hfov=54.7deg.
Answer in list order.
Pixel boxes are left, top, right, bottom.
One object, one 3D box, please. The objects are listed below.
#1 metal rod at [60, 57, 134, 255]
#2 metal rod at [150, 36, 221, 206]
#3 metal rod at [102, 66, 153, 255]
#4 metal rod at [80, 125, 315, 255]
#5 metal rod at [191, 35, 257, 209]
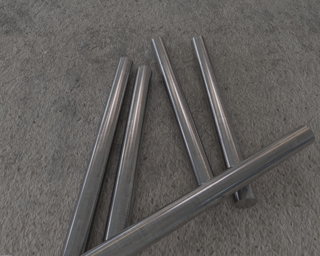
[{"bbox_3d":[-0.069,0.012,0.392,0.025,0.025,0.300,4,50,4],"label":"metal rod"},{"bbox_3d":[0.026,-0.032,0.429,0.025,0.025,0.300,-9,51,-7],"label":"metal rod"},{"bbox_3d":[-0.036,0.029,0.378,0.025,0.025,0.300,4,50,3],"label":"metal rod"},{"bbox_3d":[0.043,0.070,0.310,0.302,0.025,0.025,-26,55,-20],"label":"metal rod"},{"bbox_3d":[0.079,-0.033,0.430,0.025,0.025,0.300,-4,50,-3],"label":"metal rod"}]
